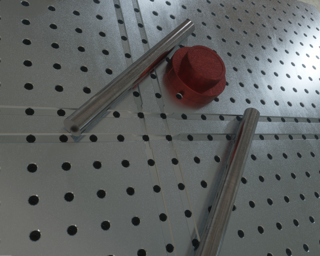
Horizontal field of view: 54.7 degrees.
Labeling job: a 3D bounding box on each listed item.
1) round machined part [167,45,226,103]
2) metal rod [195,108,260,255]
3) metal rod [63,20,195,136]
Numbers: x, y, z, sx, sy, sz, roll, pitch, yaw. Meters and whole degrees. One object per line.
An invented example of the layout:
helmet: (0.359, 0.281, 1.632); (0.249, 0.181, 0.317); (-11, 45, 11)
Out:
round machined part: (0.064, -0.091, 0.489); (0.099, 0.042, 0.098); (14, 56, -21)
metal rod: (0.092, 0.078, 0.411); (0.025, 0.025, 0.301); (35, 51, -6)
metal rod: (-0.025, -0.089, 0.450); (0.025, 0.025, 0.301); (41, 51, -1)
